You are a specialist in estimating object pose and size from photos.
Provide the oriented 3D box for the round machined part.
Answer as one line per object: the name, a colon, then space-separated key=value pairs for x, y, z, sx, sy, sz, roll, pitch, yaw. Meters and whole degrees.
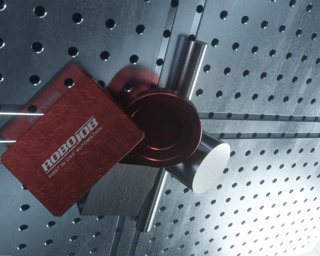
round machined part: x=0.000 y=-0.003 z=0.382 sx=0.099 sy=0.042 sz=0.097 roll=0 pitch=115 yaw=0

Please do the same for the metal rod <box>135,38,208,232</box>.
metal rod: x=0.009 y=0.027 z=0.434 sx=0.025 sy=0.025 sz=0.298 roll=1 pitch=118 yaw=-29

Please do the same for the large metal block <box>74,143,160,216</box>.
large metal block: x=-0.059 y=0.066 z=0.404 sx=0.081 sy=0.050 sz=0.079 roll=11 pitch=113 yaw=-33

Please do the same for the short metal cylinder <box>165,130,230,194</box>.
short metal cylinder: x=0.054 y=0.045 z=0.435 sx=0.081 sy=0.050 sz=0.079 roll=-31 pitch=138 yaw=-33

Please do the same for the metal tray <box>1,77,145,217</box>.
metal tray: x=-0.092 y=0.020 z=0.338 sx=0.130 sy=0.030 sz=0.090 roll=-44 pitch=91 yaw=2
